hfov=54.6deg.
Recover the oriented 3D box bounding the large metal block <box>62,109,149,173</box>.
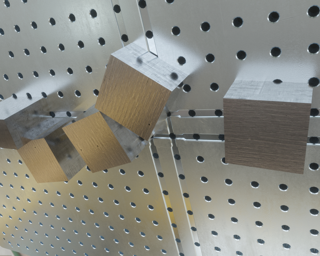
[{"bbox_3d":[-0.078,0.011,0.443,0.080,0.050,0.080,-19,108,35],"label":"large metal block"}]

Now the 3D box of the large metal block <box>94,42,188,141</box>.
[{"bbox_3d":[-0.024,-0.044,0.381,0.080,0.050,0.080,32,129,7],"label":"large metal block"}]

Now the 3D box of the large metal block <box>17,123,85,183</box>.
[{"bbox_3d":[-0.182,0.043,0.519,0.080,0.050,0.080,-10,114,32],"label":"large metal block"}]

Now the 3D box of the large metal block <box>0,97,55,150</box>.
[{"bbox_3d":[-0.232,-0.011,0.493,0.080,0.080,0.050,3,120,27],"label":"large metal block"}]

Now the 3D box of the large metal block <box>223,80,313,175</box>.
[{"bbox_3d":[0.115,-0.003,0.333,0.080,0.050,0.080,6,121,25],"label":"large metal block"}]
